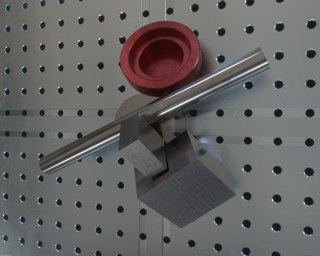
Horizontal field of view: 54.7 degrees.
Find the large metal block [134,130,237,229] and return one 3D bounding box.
[{"bbox_3d":[0.028,0.062,0.364,0.080,0.050,0.080,-37,123,16],"label":"large metal block"}]

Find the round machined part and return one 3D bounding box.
[{"bbox_3d":[0.003,-0.082,0.389,0.098,0.042,0.098,-5,67,11],"label":"round machined part"}]

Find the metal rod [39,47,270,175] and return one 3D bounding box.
[{"bbox_3d":[-0.021,-0.011,0.365,0.300,0.025,0.025,-25,82,17],"label":"metal rod"}]

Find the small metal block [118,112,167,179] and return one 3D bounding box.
[{"bbox_3d":[-0.019,0.019,0.340,0.025,0.050,0.050,-31,122,17],"label":"small metal block"}]

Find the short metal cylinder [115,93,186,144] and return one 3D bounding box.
[{"bbox_3d":[-0.012,-0.003,0.402,0.080,0.050,0.079,0,90,19],"label":"short metal cylinder"}]
